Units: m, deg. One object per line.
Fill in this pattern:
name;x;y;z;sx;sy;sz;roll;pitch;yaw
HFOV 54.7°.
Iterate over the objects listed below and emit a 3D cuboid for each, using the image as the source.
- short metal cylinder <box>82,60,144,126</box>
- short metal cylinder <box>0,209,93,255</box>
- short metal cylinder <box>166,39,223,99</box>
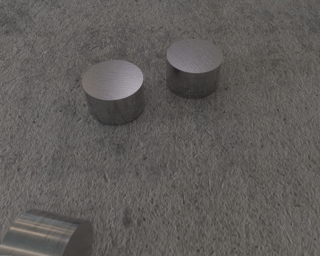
short metal cylinder;-0.062;-0.049;0.428;0.080;0.050;0.080;0;50;0
short metal cylinder;-0.098;0.116;0.270;0.050;0.080;0.080;10;51;8
short metal cylinder;0.050;-0.089;0.462;0.080;0.050;0.080;0;50;0
